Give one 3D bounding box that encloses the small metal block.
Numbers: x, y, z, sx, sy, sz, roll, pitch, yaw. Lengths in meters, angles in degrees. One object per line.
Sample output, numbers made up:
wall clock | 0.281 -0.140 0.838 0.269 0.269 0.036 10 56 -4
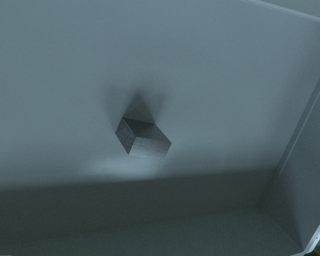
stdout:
small metal block | -0.021 0.013 0.388 0.050 0.050 0.025 12 112 -33
